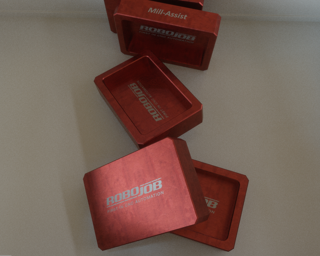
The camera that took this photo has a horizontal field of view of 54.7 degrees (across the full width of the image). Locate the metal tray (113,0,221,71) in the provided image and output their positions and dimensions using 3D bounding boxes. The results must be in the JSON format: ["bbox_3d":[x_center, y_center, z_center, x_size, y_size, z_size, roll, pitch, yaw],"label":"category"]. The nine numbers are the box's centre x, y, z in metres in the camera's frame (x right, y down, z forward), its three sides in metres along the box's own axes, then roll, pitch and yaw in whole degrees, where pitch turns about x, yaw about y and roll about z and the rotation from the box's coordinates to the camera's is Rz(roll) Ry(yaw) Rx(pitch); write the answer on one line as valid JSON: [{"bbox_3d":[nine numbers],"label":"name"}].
[{"bbox_3d":[0.009,-0.125,0.420,0.131,0.090,0.030,13,71,4],"label":"metal tray"}]

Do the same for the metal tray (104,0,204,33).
[{"bbox_3d":[-0.008,-0.164,0.435,0.131,0.090,0.030,9,71,3],"label":"metal tray"}]

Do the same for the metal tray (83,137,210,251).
[{"bbox_3d":[-0.021,0.074,0.342,0.130,0.030,0.090,-25,72,26],"label":"metal tray"}]

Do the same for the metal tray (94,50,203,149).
[{"bbox_3d":[-0.017,-0.038,0.402,0.090,0.030,0.130,-31,58,-11],"label":"metal tray"}]

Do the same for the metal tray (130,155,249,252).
[{"bbox_3d":[0.032,0.085,0.376,0.131,0.030,0.090,17,71,5],"label":"metal tray"}]
